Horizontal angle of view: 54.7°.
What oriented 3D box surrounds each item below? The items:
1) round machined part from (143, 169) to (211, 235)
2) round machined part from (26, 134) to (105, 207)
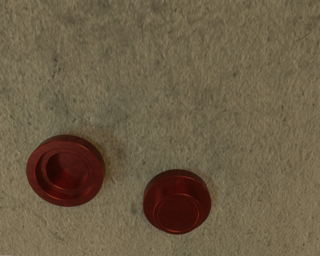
[{"bbox_3d":[0.024,0.112,0.442,0.099,0.042,0.097,0,110,-1],"label":"round machined part"},{"bbox_3d":[-0.123,0.054,0.419,0.099,0.042,0.097,0,110,-1],"label":"round machined part"}]
